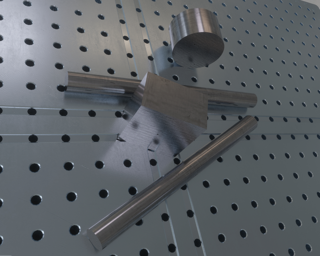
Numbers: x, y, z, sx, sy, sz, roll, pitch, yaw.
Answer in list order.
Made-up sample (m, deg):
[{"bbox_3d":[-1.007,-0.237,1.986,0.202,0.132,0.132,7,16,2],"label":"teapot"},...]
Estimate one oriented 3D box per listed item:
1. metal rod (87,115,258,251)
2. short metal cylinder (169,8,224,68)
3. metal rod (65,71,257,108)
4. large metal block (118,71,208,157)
[{"bbox_3d":[0.039,0.051,0.397,0.302,0.025,0.025,-30,78,-38],"label":"metal rod"},{"bbox_3d":[0.056,-0.140,0.488,0.081,0.080,0.050,8,58,-24],"label":"short metal cylinder"},{"bbox_3d":[0.019,-0.052,0.449,0.303,0.025,0.025,3,61,-27],"label":"metal rod"},{"bbox_3d":[0.003,-0.013,0.382,0.080,0.080,0.050,19,54,-17],"label":"large metal block"}]
